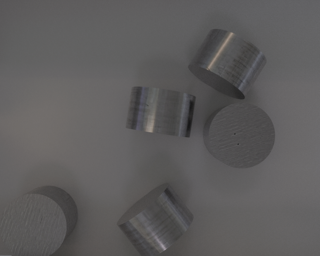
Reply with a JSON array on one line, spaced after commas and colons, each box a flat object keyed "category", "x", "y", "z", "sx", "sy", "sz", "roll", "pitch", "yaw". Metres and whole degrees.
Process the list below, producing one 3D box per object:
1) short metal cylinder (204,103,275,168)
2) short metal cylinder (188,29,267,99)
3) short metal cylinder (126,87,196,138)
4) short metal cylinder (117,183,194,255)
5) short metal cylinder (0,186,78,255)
[{"category": "short metal cylinder", "x": 0.099, "y": 0.009, "z": 0.399, "sx": 0.081, "sy": 0.050, "sz": 0.080, "roll": 0, "pitch": 90, "yaw": 0}, {"category": "short metal cylinder", "x": 0.082, "y": -0.078, "z": 0.384, "sx": 0.080, "sy": 0.080, "sz": 0.050, "roll": 31, "pitch": 90, "yaw": 0}, {"category": "short metal cylinder", "x": 0.001, "y": -0.019, "z": 0.384, "sx": 0.080, "sy": 0.080, "sz": 0.050, "roll": 9, "pitch": 90, "yaw": 0}, {"category": "short metal cylinder", "x": -0.006, "y": 0.113, "z": 0.384, "sx": 0.080, "sy": 0.080, "sz": 0.050, "roll": -37, "pitch": 90, "yaw": 0}, {"category": "short metal cylinder", "x": -0.153, "y": 0.119, "z": 0.398, "sx": 0.081, "sy": 0.050, "sz": 0.080, "roll": 0, "pitch": 90, "yaw": 0}]
